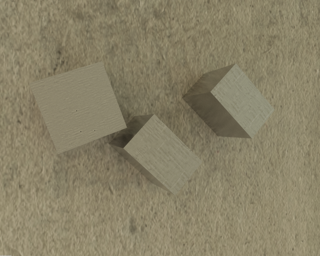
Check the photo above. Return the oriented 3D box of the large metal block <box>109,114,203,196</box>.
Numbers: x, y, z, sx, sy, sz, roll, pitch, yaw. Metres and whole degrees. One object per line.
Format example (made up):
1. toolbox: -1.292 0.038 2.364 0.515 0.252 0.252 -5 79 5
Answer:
1. large metal block: -0.009 0.030 0.378 0.080 0.080 0.050 45 76 -15

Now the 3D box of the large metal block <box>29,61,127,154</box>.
1. large metal block: -0.095 -0.024 0.361 0.081 0.050 0.080 -22 98 -19

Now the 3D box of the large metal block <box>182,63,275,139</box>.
1. large metal block: 0.088 -0.033 0.414 0.080 0.080 0.050 46 76 -15
